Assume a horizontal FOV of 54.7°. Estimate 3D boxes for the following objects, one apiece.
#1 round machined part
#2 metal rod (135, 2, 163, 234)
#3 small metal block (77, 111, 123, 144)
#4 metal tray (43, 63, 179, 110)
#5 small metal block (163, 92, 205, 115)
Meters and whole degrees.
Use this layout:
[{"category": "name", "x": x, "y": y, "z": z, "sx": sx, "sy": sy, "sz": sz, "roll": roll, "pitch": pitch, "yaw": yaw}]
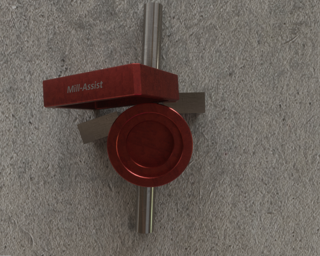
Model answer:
[{"category": "round machined part", "x": -0.012, "y": 0.018, "z": 0.375, "sx": 0.099, "sy": 0.042, "sz": 0.097, "roll": 0, "pitch": 93, "yaw": -3}, {"category": "metal rod", "x": -0.015, "y": -0.013, "z": 0.411, "sx": 0.025, "sy": 0.025, "sz": 0.298, "roll": 2, "pitch": 90, "yaw": -1}, {"category": "small metal block", "x": -0.072, "y": -0.001, "z": 0.398, "sx": 0.050, "sy": 0.050, "sz": 0.025, "roll": -19, "pitch": 90, "yaw": 0}, {"category": "metal tray", "x": -0.055, "y": -0.042, "z": 0.355, "sx": 0.130, "sy": 0.090, "sz": 0.030, "roll": -4, "pitch": 89, "yaw": 29}, {"category": "small metal block", "x": 0.029, "y": -0.030, "z": 0.399, "sx": 0.050, "sy": 0.050, "sz": 0.025, "roll": -2, "pitch": 90, "yaw": -1}]
